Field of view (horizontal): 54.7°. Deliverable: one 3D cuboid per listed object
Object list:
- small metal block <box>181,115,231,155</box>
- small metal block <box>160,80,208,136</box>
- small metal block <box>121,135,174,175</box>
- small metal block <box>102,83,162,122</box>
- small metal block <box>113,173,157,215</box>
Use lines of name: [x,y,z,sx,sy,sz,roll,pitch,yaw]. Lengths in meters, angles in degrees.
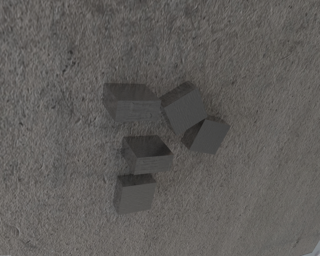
small metal block: [0.066,0.008,0.448,0.050,0.025,0.050,13,112,-34]
small metal block: [0.029,-0.026,0.407,0.050,0.025,0.050,-32,129,-8]
small metal block: [-0.017,0.033,0.402,0.050,0.050,0.025,-2,120,-28]
small metal block: [-0.034,-0.030,0.354,0.050,0.050,0.025,-3,120,-27]
small metal block: [-0.037,0.094,0.445,0.050,0.025,0.050,-3,120,-27]
